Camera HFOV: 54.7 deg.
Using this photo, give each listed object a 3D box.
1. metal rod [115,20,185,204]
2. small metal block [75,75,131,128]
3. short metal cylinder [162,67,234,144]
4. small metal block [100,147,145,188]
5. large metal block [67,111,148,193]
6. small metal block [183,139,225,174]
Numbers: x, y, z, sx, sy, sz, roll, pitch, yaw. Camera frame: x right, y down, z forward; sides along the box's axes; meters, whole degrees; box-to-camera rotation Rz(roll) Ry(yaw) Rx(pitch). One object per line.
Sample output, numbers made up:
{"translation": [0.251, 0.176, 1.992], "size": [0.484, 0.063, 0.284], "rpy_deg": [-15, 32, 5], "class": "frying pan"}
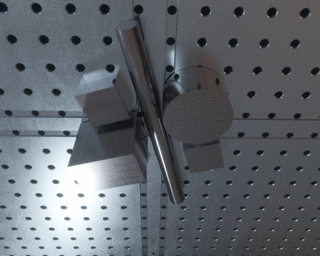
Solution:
{"translation": [-0.003, 0.004, 0.415], "size": [0.025, 0.025, 0.298], "rpy_deg": [-10, 130, 8], "class": "metal rod"}
{"translation": [-0.068, -0.032, 0.383], "size": [0.050, 0.025, 0.050], "rpy_deg": [-14, 129, 10], "class": "small metal block"}
{"translation": [0.043, -0.026, 0.373], "size": [0.081, 0.050, 0.079], "rpy_deg": [0, 130, 0], "class": "short metal cylinder"}
{"translation": [-0.055, 0.059, 0.461], "size": [0.050, 0.025, 0.050], "rpy_deg": [-12, 129, 9], "class": "small metal block"}
{"translation": [-0.062, 0.030, 0.398], "size": [0.080, 0.080, 0.050], "rpy_deg": [-12, 129, 9], "class": "large metal block"}
{"translation": [0.062, 0.035, 0.443], "size": [0.050, 0.025, 0.050], "rpy_deg": [-11, 130, 9], "class": "small metal block"}
